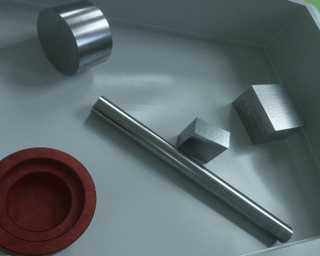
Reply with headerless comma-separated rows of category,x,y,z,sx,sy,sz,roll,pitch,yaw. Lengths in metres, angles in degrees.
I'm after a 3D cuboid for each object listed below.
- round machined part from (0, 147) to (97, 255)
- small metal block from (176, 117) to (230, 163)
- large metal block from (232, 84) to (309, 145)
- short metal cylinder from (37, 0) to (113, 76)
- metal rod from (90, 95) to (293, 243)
round machined part,-0.114,0.071,0.291,0.099,0.042,0.098,14,56,-21
small metal block,0.056,0.018,0.411,0.050,0.050,0.025,24,53,-14
large metal block,0.178,-0.024,0.503,0.081,0.050,0.080,-7,65,-32
short metal cylinder,-0.105,-0.111,0.382,0.080,0.080,0.050,50,51,6
metal rod,0.044,0.056,0.396,0.301,0.025,0.025,35,51,-5
